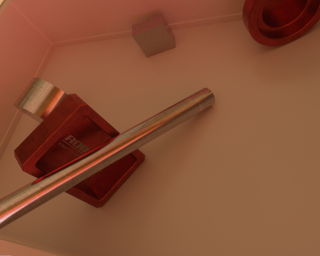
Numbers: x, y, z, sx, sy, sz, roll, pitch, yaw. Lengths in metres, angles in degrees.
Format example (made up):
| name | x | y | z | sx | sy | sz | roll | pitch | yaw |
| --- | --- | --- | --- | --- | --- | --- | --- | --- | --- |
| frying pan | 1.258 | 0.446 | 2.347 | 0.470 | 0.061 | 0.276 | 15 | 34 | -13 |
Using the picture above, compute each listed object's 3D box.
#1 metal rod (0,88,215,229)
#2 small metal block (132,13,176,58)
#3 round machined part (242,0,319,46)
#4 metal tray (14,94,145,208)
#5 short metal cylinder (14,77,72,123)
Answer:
| name | x | y | z | sx | sy | sz | roll | pitch | yaw |
| --- | --- | --- | --- | --- | --- | --- | --- | --- | --- |
| metal rod | -0.058 | 0.028 | 0.339 | 0.302 | 0.025 | 0.025 | -30 | 47 | -23 |
| small metal block | -0.009 | -0.142 | 0.480 | 0.050 | 0.050 | 0.025 | -16 | 56 | 19 |
| round machined part | 0.147 | -0.152 | 0.375 | 0.098 | 0.098 | 0.042 | -25 | 51 | 13 |
| metal tray | -0.085 | 0.032 | 0.360 | 0.090 | 0.130 | 0.030 | -48 | 48 | -5 |
| short metal cylinder | -0.175 | -0.035 | 0.481 | 0.080 | 0.080 | 0.050 | 19 | 72 | 35 |
